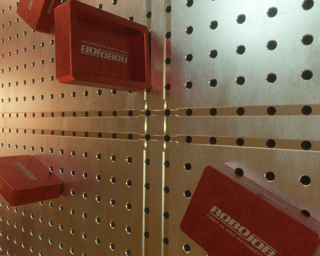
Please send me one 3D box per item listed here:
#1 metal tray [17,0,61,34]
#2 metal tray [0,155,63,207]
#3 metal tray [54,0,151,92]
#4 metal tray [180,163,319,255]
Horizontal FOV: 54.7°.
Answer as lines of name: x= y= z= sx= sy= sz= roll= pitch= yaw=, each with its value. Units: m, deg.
metal tray: x=-0.223 y=-0.258 z=0.586 sx=0.090 sy=0.030 sz=0.129 roll=43 pitch=116 yaw=31
metal tray: x=-0.255 y=0.092 z=0.573 sx=0.130 sy=0.091 sz=0.030 roll=26 pitch=107 yaw=36
metal tray: x=-0.067 y=-0.097 z=0.394 sx=0.030 sy=0.131 sz=0.089 roll=-3 pitch=88 yaw=40
metal tray: x=0.091 y=0.107 z=0.330 sx=0.130 sy=0.030 sz=0.089 roll=32 pitch=110 yaw=35
